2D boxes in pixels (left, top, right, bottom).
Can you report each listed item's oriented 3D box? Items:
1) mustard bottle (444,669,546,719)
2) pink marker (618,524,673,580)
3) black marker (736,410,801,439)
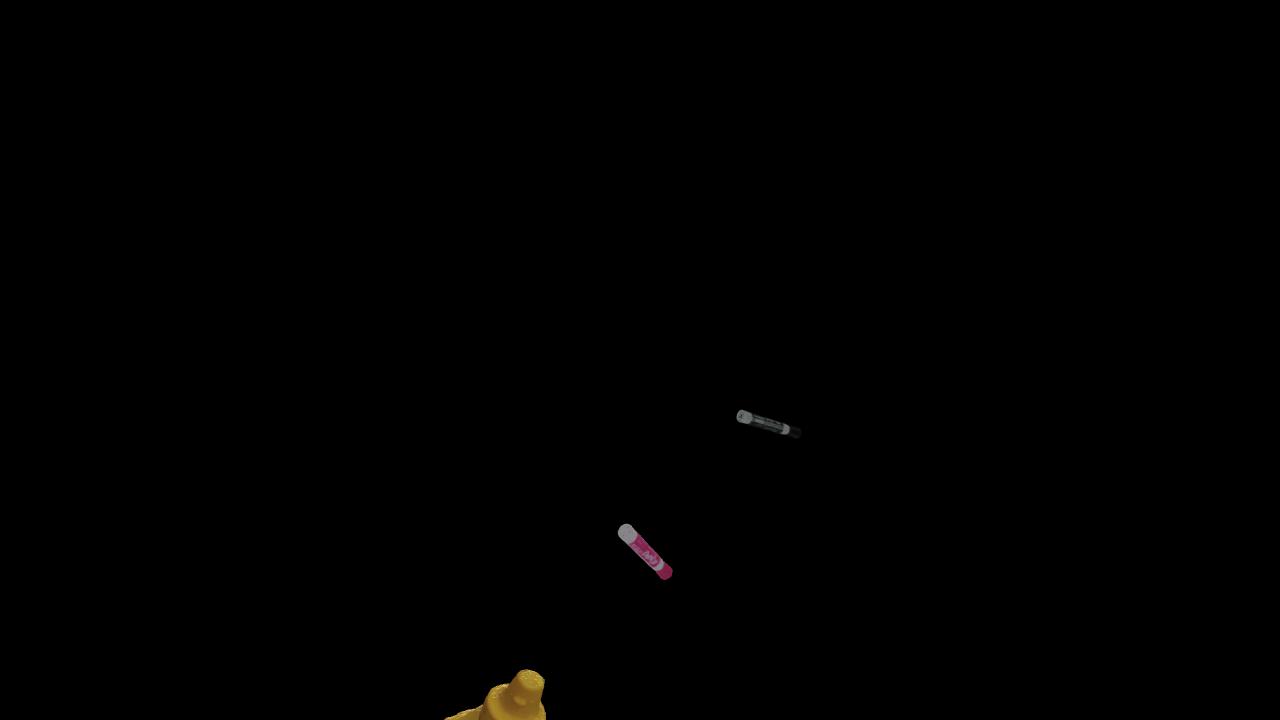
[{"bbox_3d":[-0.109,0.285,0.401,0.092,0.184,0.054,28,4,18],"label":"mustard bottle"},{"bbox_3d":[0.009,0.236,0.748,0.020,0.020,0.121,0,-40,35],"label":"pink marker"},{"bbox_3d":[0.197,0.098,0.925,0.121,0.020,0.020,18,-9,-28],"label":"black marker"}]
